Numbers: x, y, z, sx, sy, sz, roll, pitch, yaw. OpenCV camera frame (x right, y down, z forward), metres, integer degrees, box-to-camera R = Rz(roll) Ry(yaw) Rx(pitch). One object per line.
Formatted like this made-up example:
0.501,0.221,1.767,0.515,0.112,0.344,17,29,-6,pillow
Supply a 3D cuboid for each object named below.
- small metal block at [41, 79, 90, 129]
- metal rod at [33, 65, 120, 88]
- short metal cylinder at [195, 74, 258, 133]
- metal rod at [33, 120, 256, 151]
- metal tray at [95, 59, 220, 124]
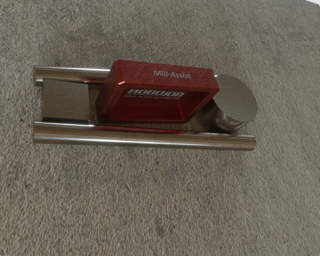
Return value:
-0.111,-0.027,0.362,0.050,0.025,0.050,4,60,-26,small metal block
-0.016,-0.068,0.438,0.303,0.025,0.025,-3,63,-30,metal rod
0.096,-0.032,0.460,0.081,0.050,0.080,14,56,-21,short metal cylinder
0.000,0.013,0.398,0.302,0.025,0.025,4,60,-26,metal rod
-0.004,-0.039,0.384,0.131,0.090,0.030,0,62,-28,metal tray
